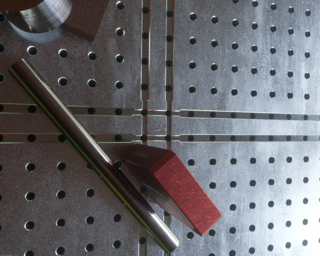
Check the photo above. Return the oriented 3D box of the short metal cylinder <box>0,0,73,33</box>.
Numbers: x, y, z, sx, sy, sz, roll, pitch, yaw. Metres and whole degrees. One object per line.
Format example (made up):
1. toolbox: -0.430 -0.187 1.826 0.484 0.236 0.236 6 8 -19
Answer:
1. short metal cylinder: -0.141 -0.150 0.333 0.080 0.050 0.080 0 83 1

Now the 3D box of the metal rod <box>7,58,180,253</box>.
1. metal rod: -0.073 0.043 0.385 0.025 0.025 0.300 -41 103 -15

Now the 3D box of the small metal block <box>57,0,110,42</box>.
1. small metal block: -0.096 -0.141 0.377 0.050 0.025 0.050 21 83 -19

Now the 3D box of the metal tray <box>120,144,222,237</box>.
1. metal tray: 0.006 0.064 0.359 0.030 0.130 0.090 -41 103 -15
